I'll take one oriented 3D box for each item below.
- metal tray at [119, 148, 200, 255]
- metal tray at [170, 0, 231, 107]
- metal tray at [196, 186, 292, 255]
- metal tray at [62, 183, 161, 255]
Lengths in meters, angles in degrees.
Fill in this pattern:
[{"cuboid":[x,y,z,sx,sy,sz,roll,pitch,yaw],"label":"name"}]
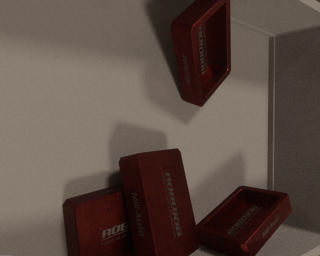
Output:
[{"cuboid":[0.002,0.093,0.373,0.091,0.030,0.129,-1,77,-56],"label":"metal tray"},{"cuboid":[0.060,-0.104,0.418,0.090,0.030,0.129,-49,146,-27],"label":"metal tray"},{"cuboid":[0.129,0.139,0.475,0.131,0.090,0.030,-29,109,-37],"label":"metal tray"},{"cuboid":[-0.043,0.115,0.369,0.131,0.030,0.089,-9,96,-40],"label":"metal tray"}]
